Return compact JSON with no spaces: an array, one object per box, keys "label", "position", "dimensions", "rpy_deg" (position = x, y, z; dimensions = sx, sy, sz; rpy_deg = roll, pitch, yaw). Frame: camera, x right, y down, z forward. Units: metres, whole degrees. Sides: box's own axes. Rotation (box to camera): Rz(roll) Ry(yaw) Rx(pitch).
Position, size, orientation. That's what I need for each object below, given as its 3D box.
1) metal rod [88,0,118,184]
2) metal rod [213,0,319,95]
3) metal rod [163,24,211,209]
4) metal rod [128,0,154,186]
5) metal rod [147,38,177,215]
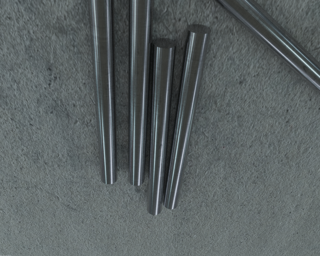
[{"label":"metal rod","position":[-0.066,-0.037,0.374],"dimensions":[0.025,0.025,0.298],"rpy_deg":[3,130,-3]},{"label":"metal rod","position":[0.114,-0.100,0.323],"dimensions":[0.301,0.025,0.025],"rpy_deg":[31,124,-24]},{"label":"metal rod","position":[0.029,0.011,0.416],"dimensions":[0.025,0.025,0.298],"rpy_deg":[3,130,-3]},{"label":"metal rod","position":[-0.026,-0.035,0.376],"dimensions":[0.025,0.025,0.298],"rpy_deg":[3,130,-3]},{"label":"metal rod","position":[-0.002,0.023,0.426],"dimensions":[0.025,0.025,0.298],"rpy_deg":[2,130,-2]}]
